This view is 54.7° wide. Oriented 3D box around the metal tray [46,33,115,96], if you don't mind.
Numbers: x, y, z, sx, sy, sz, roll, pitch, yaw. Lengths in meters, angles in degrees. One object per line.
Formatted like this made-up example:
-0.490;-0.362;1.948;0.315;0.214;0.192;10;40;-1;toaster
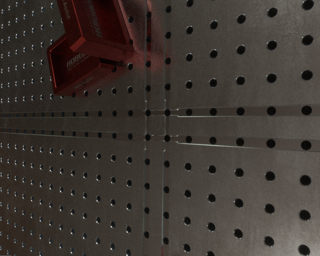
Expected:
-0.135;-0.116;0.514;0.130;0.030;0.090;-21;77;37;metal tray

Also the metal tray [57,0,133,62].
-0.097;-0.165;0.444;0.030;0.091;0.129;-29;72;36;metal tray
